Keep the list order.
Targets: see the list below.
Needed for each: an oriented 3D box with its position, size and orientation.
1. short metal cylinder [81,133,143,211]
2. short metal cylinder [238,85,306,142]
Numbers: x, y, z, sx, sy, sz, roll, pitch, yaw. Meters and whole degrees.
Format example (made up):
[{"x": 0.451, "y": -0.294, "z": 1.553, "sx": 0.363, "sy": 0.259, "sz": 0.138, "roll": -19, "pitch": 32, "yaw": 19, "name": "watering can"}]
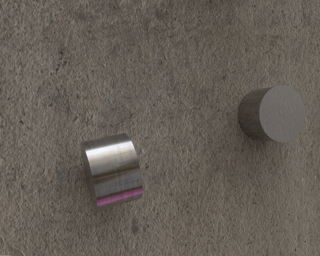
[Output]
[{"x": -0.057, "y": 0.050, "z": 0.359, "sx": 0.050, "sy": 0.080, "sz": 0.080, "roll": -12, "pitch": 94, "yaw": -20, "name": "short metal cylinder"}, {"x": 0.164, "y": -0.020, "z": 0.456, "sx": 0.081, "sy": 0.050, "sz": 0.080, "roll": 0, "pitch": 90, "yaw": -20, "name": "short metal cylinder"}]
